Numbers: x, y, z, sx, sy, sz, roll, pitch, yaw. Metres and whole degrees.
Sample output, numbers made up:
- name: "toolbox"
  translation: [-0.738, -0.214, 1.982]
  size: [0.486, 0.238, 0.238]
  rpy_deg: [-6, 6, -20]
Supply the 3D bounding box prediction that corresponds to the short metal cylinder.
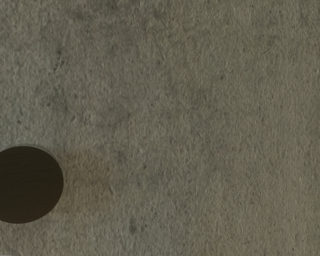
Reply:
- name: "short metal cylinder"
  translation: [-0.150, 0.058, 0.341]
  size: [0.081, 0.050, 0.079]
  rpy_deg: [0, 90, -21]
